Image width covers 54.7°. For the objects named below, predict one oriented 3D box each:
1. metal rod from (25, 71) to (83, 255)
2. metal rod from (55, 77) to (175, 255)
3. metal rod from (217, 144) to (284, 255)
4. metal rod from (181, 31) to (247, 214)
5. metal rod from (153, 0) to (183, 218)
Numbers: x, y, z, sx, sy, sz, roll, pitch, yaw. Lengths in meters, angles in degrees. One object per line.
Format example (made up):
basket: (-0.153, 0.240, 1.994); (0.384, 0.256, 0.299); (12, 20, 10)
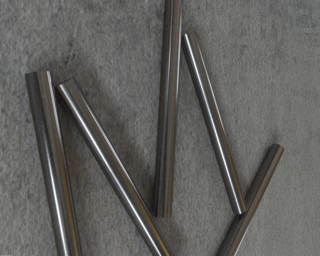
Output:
metal rod: (-0.100, 0.093, 0.322); (0.025, 0.025, 0.298); (-13, 99, -40)
metal rod: (-0.039, 0.078, 0.373); (0.025, 0.025, 0.299); (-40, 115, -33)
metal rod: (0.149, 0.147, 0.532); (0.025, 0.025, 0.301); (52, 60, -28)
metal rod: (0.086, 0.002, 0.479); (0.025, 0.025, 0.298); (-32, 110, -36)
metal rod: (0.011, -0.033, 0.416); (0.025, 0.025, 0.298); (5, 87, -40)
